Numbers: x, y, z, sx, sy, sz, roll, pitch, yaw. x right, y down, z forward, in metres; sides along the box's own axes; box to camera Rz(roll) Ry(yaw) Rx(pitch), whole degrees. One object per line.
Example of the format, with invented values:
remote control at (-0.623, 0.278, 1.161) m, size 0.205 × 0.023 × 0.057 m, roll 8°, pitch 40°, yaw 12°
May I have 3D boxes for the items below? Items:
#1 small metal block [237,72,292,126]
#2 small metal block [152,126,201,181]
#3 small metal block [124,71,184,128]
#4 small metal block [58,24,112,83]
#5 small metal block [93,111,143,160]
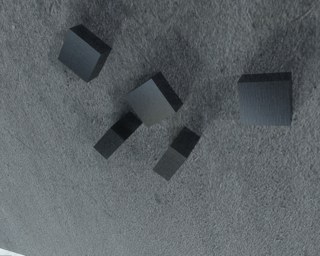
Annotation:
small metal block at (0.112, -0.030, 0.329) m, size 0.050 × 0.025 × 0.050 m, roll 1°, pitch 119°, yaw 27°
small metal block at (0.022, 0.033, 0.400) m, size 0.025 × 0.050 × 0.050 m, roll 37°, pitch 129°, yaw 4°
small metal block at (-0.008, -0.035, 0.390) m, size 0.050 × 0.025 × 0.050 m, roll -28°, pitch 103°, yaw 37°
small metal block at (-0.098, -0.096, 0.399) m, size 0.050 × 0.025 × 0.050 m, roll 39°, pitch 129°, yaw 1°
small metal block at (-0.058, 0.010, 0.427) m, size 0.025 × 0.050 × 0.050 m, roll 45°, pitch 129°, yaw -3°
